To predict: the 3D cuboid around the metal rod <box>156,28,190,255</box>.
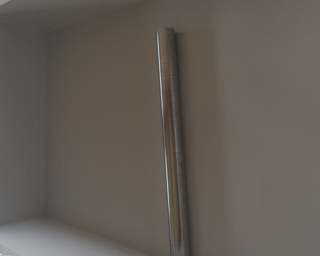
[{"bbox_3d":[0.017,0.023,0.394,0.025,0.025,0.299,-6,86,40],"label":"metal rod"}]
